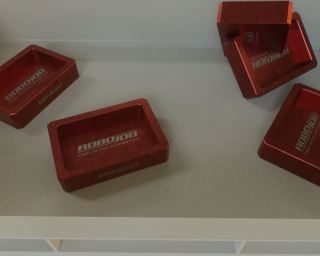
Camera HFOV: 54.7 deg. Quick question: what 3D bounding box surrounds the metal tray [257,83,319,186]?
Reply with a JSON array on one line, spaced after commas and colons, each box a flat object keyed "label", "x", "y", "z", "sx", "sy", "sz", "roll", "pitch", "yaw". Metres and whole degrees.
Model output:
[{"label": "metal tray", "x": 0.195, "y": 0.004, "z": 0.401, "sx": 0.090, "sy": 0.030, "sz": 0.131, "roll": 27, "pitch": 55, "yaw": 20}]

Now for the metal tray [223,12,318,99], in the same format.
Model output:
[{"label": "metal tray", "x": 0.166, "y": -0.108, "z": 0.460, "sx": 0.131, "sy": 0.030, "sz": 0.090, "roll": -27, "pitch": 97, "yaw": -21}]

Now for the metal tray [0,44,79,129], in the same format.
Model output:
[{"label": "metal tray", "x": -0.195, "y": -0.066, "z": 0.454, "sx": 0.090, "sy": 0.030, "sz": 0.130, "roll": 23, "pitch": 53, "yaw": 18}]

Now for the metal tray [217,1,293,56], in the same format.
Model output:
[{"label": "metal tray", "x": 0.136, "y": -0.137, "z": 0.449, "sx": 0.090, "sy": 0.130, "sz": 0.030, "roll": 6, "pitch": 85, "yaw": 17}]

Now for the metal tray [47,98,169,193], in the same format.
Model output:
[{"label": "metal tray", "x": -0.065, "y": 0.017, "z": 0.386, "sx": 0.131, "sy": 0.030, "sz": 0.090, "roll": -16, "pitch": 52, "yaw": -14}]
